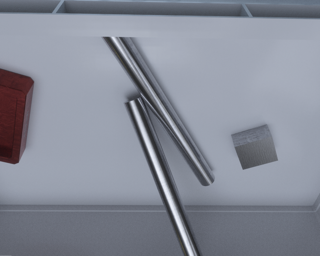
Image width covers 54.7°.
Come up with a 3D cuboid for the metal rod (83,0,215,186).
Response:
[{"bbox_3d":[0.004,-0.021,0.390,0.025,0.025,0.299,-22,127,17],"label":"metal rod"}]

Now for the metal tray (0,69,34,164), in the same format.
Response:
[{"bbox_3d":[-0.215,-0.015,0.389,0.091,0.030,0.129,16,128,-14],"label":"metal tray"}]

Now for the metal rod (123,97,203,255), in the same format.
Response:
[{"bbox_3d":[0.018,0.101,0.413,0.025,0.025,0.298,-17,103,14],"label":"metal rod"}]

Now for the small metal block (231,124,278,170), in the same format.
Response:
[{"bbox_3d":[0.133,0.028,0.435,0.050,0.025,0.050,-18,128,14],"label":"small metal block"}]
